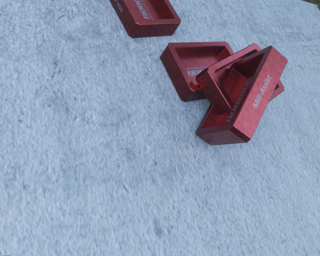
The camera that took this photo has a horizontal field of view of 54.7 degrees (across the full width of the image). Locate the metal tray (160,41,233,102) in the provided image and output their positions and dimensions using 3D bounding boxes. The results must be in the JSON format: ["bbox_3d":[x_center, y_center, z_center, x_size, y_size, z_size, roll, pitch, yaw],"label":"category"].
[{"bbox_3d":[0.075,-0.095,0.500,0.131,0.030,0.090,-12,68,-33],"label":"metal tray"}]

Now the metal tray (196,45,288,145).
[{"bbox_3d":[0.107,-0.040,0.417,0.030,0.090,0.130,35,73,-15],"label":"metal tray"}]

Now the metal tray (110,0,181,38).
[{"bbox_3d":[-0.033,-0.211,0.512,0.091,0.030,0.130,-16,70,-35],"label":"metal tray"}]

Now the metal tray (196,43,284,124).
[{"bbox_3d":[0.126,-0.068,0.473,0.131,0.030,0.090,-31,90,-34],"label":"metal tray"}]
